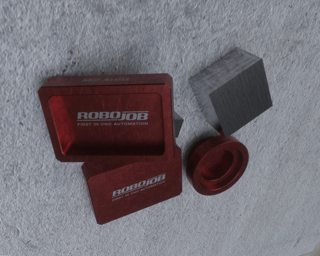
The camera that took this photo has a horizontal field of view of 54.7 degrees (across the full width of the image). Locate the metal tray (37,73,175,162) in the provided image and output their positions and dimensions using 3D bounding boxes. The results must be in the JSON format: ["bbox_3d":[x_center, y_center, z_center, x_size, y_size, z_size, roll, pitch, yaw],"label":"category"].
[{"bbox_3d":[-0.051,-0.009,0.327,0.131,0.030,0.089,-1,119,6],"label":"metal tray"}]

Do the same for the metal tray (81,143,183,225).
[{"bbox_3d":[-0.034,0.073,0.430,0.131,0.030,0.089,-17,125,-19],"label":"metal tray"}]

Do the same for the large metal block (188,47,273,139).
[{"bbox_3d":[0.095,-0.047,0.414,0.080,0.050,0.080,-34,129,-6],"label":"large metal block"}]

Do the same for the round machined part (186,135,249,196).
[{"bbox_3d":[0.083,0.052,0.473,0.099,0.042,0.097,-14,124,-21],"label":"round machined part"}]

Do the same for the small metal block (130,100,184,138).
[{"bbox_3d":[-0.007,-0.012,0.379,0.050,0.050,0.025,3,117,-30],"label":"small metal block"}]
